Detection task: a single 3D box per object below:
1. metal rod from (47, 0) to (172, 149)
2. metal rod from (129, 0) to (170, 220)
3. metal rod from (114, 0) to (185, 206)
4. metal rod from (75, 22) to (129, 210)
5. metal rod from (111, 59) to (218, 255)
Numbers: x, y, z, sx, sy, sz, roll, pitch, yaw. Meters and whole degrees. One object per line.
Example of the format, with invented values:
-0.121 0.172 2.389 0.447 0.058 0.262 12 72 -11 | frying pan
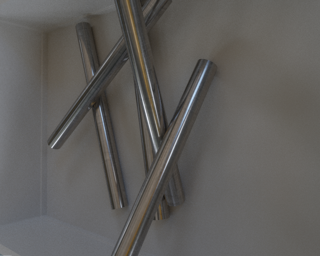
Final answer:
-0.086 -0.066 0.443 0.299 0.025 0.025 -45 63 30 | metal rod
-0.019 -0.029 0.422 0.025 0.025 0.298 -13 82 39 | metal rod
-0.013 -0.044 0.341 0.025 0.025 0.298 4 117 40 | metal rod
-0.093 -0.025 0.483 0.025 0.025 0.299 -22 76 38 | metal rod
-0.004 0.059 0.330 0.025 0.025 0.299 14 73 39 | metal rod
